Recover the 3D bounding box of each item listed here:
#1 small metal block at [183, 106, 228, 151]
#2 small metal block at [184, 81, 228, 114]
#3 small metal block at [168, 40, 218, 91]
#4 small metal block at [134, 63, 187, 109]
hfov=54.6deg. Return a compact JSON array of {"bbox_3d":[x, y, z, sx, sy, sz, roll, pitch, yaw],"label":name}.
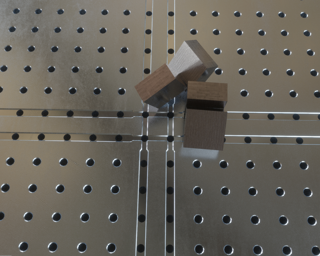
[{"bbox_3d":[0.057,0.000,0.400,0.050,0.025,0.050,5,102,2],"label":"small metal block"},{"bbox_3d":[0.060,-0.038,0.413,0.050,0.050,0.025,4,70,1],"label":"small metal block"},{"bbox_3d":[0.043,-0.085,0.427,0.025,0.050,0.050,-20,67,-42],"label":"small metal block"},{"bbox_3d":[0.003,-0.054,0.409,0.050,0.050,0.025,-35,72,15],"label":"small metal block"}]
